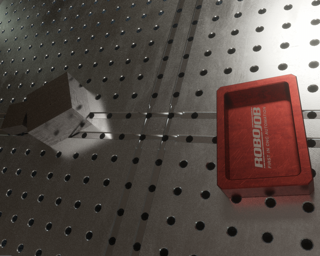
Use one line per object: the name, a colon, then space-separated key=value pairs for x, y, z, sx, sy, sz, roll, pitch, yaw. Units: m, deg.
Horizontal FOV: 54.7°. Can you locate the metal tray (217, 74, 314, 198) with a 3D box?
metal tray: x=0.111 y=0.007 z=0.341 sx=0.090 sy=0.030 sz=0.130 roll=-8 pitch=58 yaw=23

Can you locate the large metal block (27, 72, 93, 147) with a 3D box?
large metal block: x=-0.161 y=-0.029 z=0.492 sx=0.080 sy=0.050 sz=0.080 roll=-27 pitch=53 yaw=10

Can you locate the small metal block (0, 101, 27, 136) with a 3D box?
small metal block: x=-0.244 y=-0.018 z=0.544 sx=0.050 sy=0.025 sz=0.050 roll=-9 pitch=58 yaw=23
